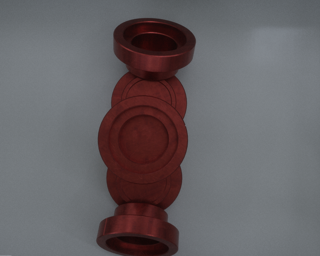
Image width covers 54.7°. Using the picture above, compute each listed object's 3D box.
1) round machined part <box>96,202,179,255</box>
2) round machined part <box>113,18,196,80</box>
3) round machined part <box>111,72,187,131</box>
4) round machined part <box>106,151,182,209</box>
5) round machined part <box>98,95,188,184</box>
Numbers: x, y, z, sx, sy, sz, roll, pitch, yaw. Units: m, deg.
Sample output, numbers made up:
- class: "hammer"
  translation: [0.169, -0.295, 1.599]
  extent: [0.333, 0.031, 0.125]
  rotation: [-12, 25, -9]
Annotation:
- class: "round machined part"
  translation: [-0.026, 0.126, 0.383]
  extent: [0.099, 0.097, 0.042]
  rotation: [6, 53, -1]
- class: "round machined part"
  translation: [-0.008, -0.095, 0.383]
  extent: [0.099, 0.098, 0.042]
  rotation: [7, 132, -1]
- class: "round machined part"
  translation: [-0.014, -0.033, 0.401]
  extent: [0.099, 0.042, 0.097]
  rotation: [0, 90, -1]
- class: "round machined part"
  translation: [-0.020, 0.065, 0.401]
  extent: [0.099, 0.042, 0.097]
  rotation: [0, 90, -1]
- class: "round machined part"
  translation: [-0.018, 0.013, 0.358]
  extent: [0.099, 0.042, 0.097]
  rotation: [0, 90, -1]
